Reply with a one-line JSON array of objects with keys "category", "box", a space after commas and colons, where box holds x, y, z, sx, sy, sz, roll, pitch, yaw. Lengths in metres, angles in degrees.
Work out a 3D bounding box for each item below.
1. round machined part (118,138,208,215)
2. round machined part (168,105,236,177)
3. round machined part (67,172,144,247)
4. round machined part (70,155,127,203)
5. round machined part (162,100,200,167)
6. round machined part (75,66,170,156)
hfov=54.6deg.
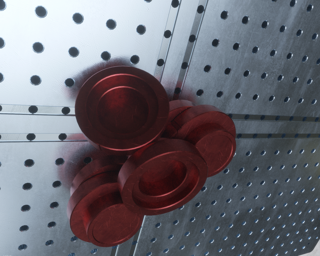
[{"category": "round machined part", "box": [0.000, 0.050, 0.347, 0.099, 0.042, 0.097, -13, 131, -15]}, {"category": "round machined part", "box": [0.055, 0.023, 0.388, 0.099, 0.042, 0.097, -14, 124, -21]}, {"category": "round machined part", "box": [-0.059, 0.105, 0.377, 0.099, 0.042, 0.097, -14, 124, -21]}, {"category": "round machined part", "box": [-0.059, 0.086, 0.393, 0.099, 0.042, 0.097, -14, 124, -21]}, {"category": "round machined part", "box": [0.026, 0.017, 0.397, 0.099, 0.042, 0.097, -14, 124, -21]}, {"category": "round machined part", "box": [-0.040, -0.016, 0.343, 0.099, 0.098, 0.042, -25, 163, -13]}]
